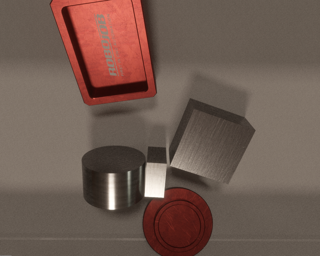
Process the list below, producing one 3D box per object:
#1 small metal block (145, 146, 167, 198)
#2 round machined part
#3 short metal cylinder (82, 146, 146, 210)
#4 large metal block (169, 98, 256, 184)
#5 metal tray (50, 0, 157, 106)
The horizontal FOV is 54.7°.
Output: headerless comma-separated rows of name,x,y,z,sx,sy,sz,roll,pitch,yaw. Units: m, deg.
small metal block,-0.006,0.059,0.420,0.025,0.050,0.050,4,110,-2
round machined part,0.025,0.133,0.430,0.099,0.042,0.097,0,82,-3
short metal cylinder,-0.060,0.062,0.404,0.081,0.080,0.050,2,110,-1
large metal block,0.064,0.017,0.405,0.080,0.050,0.079,19,109,-7
metal tray,-0.057,-0.091,0.353,0.091,0.030,0.129,-8,129,2
